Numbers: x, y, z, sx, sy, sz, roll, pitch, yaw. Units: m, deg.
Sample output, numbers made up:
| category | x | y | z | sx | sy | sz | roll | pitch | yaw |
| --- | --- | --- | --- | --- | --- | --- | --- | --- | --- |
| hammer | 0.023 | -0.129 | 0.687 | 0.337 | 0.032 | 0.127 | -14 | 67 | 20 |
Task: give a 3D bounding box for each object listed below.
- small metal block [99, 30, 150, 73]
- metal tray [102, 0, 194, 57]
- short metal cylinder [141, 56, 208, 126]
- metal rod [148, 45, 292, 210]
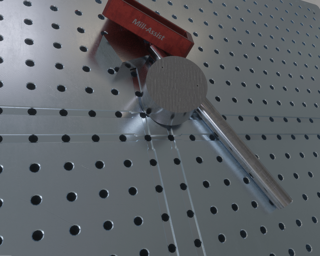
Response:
| category | x | y | z | sx | sy | sz | roll | pitch | yaw |
| --- | --- | --- | --- | --- | --- | --- | --- | --- | --- |
| small metal block | -0.052 | -0.112 | 0.449 | 0.050 | 0.025 | 0.050 | -26 | 76 | -37 |
| metal tray | -0.014 | -0.155 | 0.465 | 0.131 | 0.030 | 0.090 | 28 | 23 | -11 |
| short metal cylinder | 0.017 | -0.049 | 0.417 | 0.081 | 0.050 | 0.080 | 4 | 71 | -10 |
| metal rod | 0.083 | -0.008 | 0.457 | 0.025 | 0.025 | 0.300 | -33 | 80 | -38 |
